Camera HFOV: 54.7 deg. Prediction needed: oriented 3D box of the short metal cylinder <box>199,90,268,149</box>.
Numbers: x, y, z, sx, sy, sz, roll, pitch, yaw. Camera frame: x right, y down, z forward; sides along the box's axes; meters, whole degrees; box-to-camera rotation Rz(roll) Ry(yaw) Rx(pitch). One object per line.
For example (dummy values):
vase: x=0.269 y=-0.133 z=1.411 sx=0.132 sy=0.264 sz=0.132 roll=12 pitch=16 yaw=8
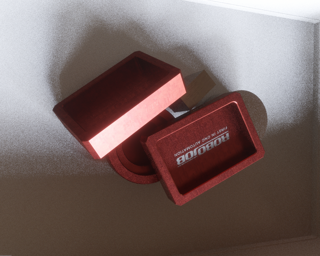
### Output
short metal cylinder: x=0.101 y=-0.011 z=0.434 sx=0.081 sy=0.050 sz=0.079 roll=0 pitch=90 yaw=-21

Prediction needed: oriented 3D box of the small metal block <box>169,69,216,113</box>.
small metal block: x=0.038 y=-0.048 z=0.410 sx=0.050 sy=0.050 sz=0.025 roll=-45 pitch=105 yaw=-16

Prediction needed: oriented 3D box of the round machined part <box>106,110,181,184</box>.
round machined part: x=-0.023 y=0.019 z=0.394 sx=0.099 sy=0.042 sz=0.097 roll=0 pitch=90 yaw=-21

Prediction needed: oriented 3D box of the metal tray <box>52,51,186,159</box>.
metal tray: x=-0.046 y=-0.033 z=0.356 sx=0.131 sy=0.090 sz=0.030 roll=-38 pitch=135 yaw=-17

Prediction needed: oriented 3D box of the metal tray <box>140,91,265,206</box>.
metal tray: x=0.053 y=0.022 z=0.376 sx=0.131 sy=0.030 sz=0.090 roll=-27 pitch=99 yaw=-14
